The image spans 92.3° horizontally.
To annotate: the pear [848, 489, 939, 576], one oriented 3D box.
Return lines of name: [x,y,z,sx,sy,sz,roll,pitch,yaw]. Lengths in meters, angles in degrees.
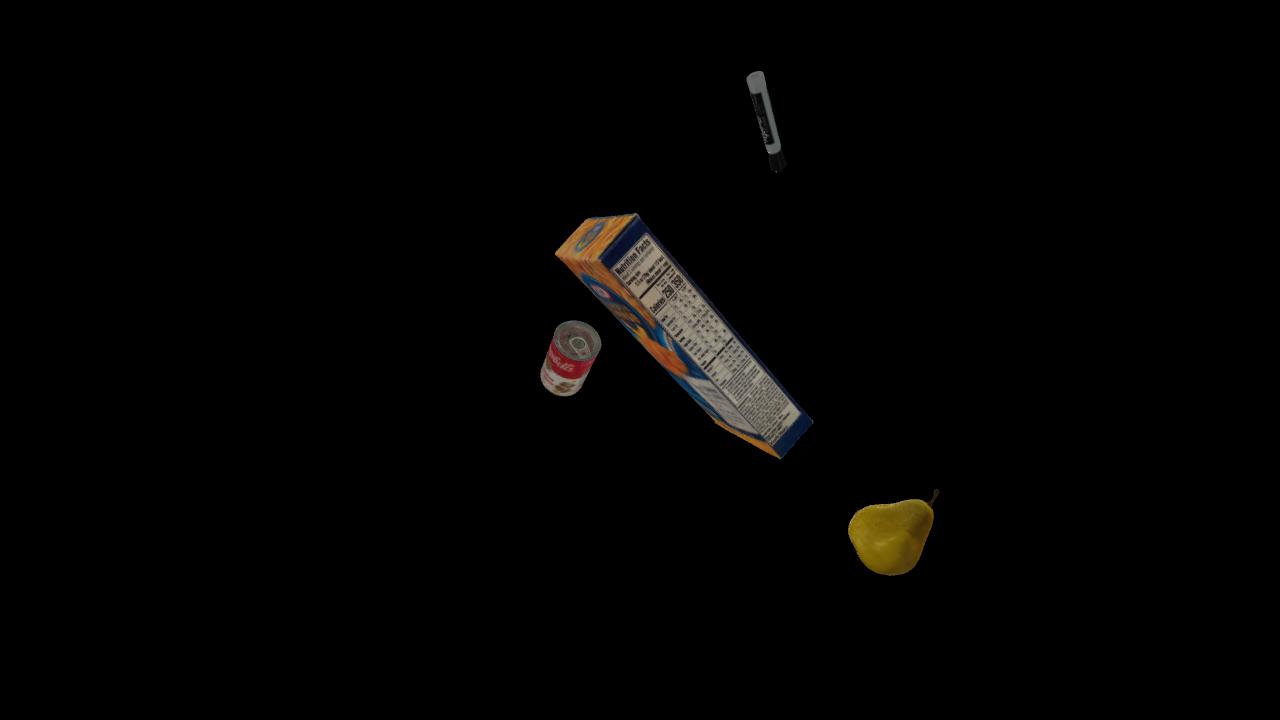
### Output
pear: [0.294,0.189,0.686,0.111,0.080,0.080,-35,-13,20]

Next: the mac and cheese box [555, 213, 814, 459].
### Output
mac and cheese box: [0.029,-0.015,0.406,0.184,0.041,0.093,46,-7,-23]

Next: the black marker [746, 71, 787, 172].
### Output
black marker: [0.144,-0.263,0.691,0.020,0.020,0.121,0,-38,28]

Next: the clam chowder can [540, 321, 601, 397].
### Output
clam chowder can: [-0.101,0.000,0.883,0.068,0.068,0.102,0,-33,-22]
